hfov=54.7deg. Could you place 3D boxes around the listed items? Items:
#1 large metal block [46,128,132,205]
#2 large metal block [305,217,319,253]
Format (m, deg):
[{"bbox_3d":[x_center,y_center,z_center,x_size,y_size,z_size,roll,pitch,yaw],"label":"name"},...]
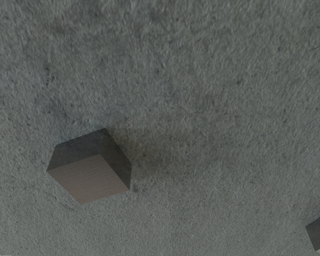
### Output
[{"bbox_3d":[-0.095,0.056,0.437,0.080,0.050,0.080,-19,128,15],"label":"large metal block"},{"bbox_3d":[0.330,0.191,0.559,0.080,0.050,0.080,22,126,-19],"label":"large metal block"}]
